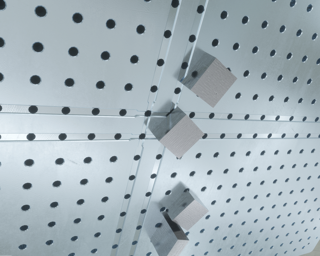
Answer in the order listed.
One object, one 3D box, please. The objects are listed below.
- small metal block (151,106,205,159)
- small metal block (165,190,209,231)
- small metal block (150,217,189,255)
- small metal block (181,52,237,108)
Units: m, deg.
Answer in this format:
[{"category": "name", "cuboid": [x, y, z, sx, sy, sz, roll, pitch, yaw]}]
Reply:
[{"category": "small metal block", "cuboid": [0.025, 0.007, 0.429, 0.050, 0.025, 0.050, -44, 129, 3]}, {"category": "small metal block", "cuboid": [0.046, 0.139, 0.521, 0.050, 0.025, 0.050, -44, 129, 2]}, {"category": "small metal block", "cuboid": [0.015, 0.187, 0.518, 0.025, 0.050, 0.050, 19, 108, -36]}, {"category": "small metal block", "cuboid": [0.065, -0.062, 0.407, 0.050, 0.025, 0.050, 32, 101, -38]}]
